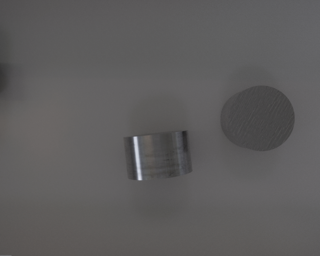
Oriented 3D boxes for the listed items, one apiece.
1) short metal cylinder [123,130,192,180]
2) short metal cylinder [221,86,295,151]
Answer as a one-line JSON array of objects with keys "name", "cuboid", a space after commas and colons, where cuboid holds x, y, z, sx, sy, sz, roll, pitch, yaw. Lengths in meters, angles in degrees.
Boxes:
[{"name": "short metal cylinder", "cuboid": [-0.002, 0.032, 0.384, 0.080, 0.080, 0.050, -6, 90, 0]}, {"name": "short metal cylinder", "cuboid": [0.123, -0.012, 0.400, 0.081, 0.050, 0.080, 0, 90, 0]}]
